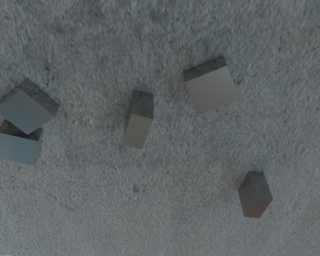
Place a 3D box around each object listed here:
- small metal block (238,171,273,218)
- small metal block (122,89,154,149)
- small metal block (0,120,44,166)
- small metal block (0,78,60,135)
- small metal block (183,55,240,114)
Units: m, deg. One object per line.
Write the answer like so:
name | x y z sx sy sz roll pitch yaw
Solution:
small metal block | 0.147 0.104 0.481 0.025 0.050 0.050 8 130 -7
small metal block | -0.027 -0.011 0.381 0.025 0.050 0.050 13 129 -11
small metal block | -0.191 0.021 0.422 0.050 0.025 0.050 14 129 -13
small metal block | -0.163 -0.025 0.383 0.050 0.025 0.050 -29 125 22
small metal block | 0.061 -0.050 0.365 0.050 0.025 0.050 -20 128 16
